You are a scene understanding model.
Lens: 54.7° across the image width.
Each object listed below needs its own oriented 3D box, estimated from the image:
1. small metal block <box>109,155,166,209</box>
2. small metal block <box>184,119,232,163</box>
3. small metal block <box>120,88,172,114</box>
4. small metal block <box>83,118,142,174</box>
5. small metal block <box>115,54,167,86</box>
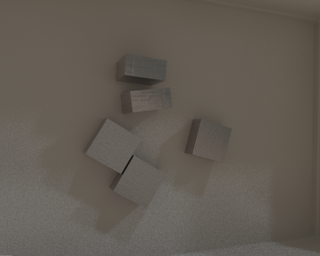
[{"bbox_3d":[-0.029,0.068,0.401,0.050,0.025,0.050,33,79,-18],"label":"small metal block"},{"bbox_3d":[0.068,0.018,0.437,0.050,0.025,0.050,17,84,-20],"label":"small metal block"},{"bbox_3d":[-0.018,-0.034,0.391,0.050,0.050,0.025,-8,93,-20],"label":"small metal block"},{"bbox_3d":[-0.060,0.022,0.389,0.050,0.025,0.050,33,79,-17],"label":"small metal block"},{"bbox_3d":[-0.025,-0.072,0.389,0.050,0.050,0.025,5,89,-20],"label":"small metal block"}]
